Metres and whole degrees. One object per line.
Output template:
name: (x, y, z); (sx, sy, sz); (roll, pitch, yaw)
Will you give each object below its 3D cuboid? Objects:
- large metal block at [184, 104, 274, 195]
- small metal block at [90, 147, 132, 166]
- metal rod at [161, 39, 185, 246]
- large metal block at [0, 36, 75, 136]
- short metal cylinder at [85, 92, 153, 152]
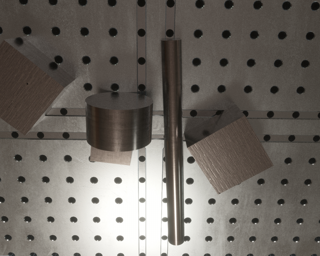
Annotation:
large metal block: (0.089, 0.028, 0.412); (0.080, 0.050, 0.080); (-31, 108, 10)
small metal block: (-0.061, 0.024, 0.408); (0.050, 0.050, 0.025); (7, 110, -3)
metal rod: (0.019, 0.033, 0.425); (0.025, 0.025, 0.298); (-2, 110, 0)
large metal block: (-0.166, -0.052, 0.379); (0.080, 0.050, 0.080); (40, 105, -14)
short metal cylinder: (-0.050, -0.010, 0.380); (0.081, 0.080, 0.050); (3, 110, -2)
